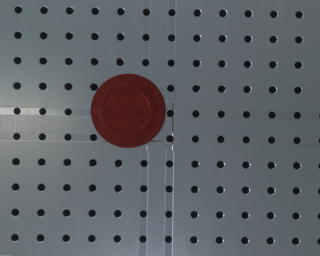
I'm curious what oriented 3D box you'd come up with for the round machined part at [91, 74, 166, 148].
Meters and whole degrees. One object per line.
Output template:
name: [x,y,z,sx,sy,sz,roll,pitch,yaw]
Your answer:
round machined part: [-0.042,-0.023,0.405,0.099,0.042,0.097,0,90,0]
